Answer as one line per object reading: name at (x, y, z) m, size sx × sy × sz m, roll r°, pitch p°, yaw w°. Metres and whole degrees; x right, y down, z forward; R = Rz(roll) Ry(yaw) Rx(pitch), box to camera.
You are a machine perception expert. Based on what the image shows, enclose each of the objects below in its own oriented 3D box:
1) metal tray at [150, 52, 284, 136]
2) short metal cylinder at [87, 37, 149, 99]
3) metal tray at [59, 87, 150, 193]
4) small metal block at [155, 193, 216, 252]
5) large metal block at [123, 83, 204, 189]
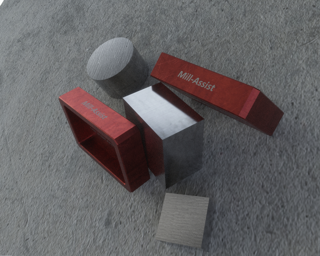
metal tray at (0.063, -0.039, 0.349) m, size 0.130 × 0.090 × 0.030 m, roll 31°, pitch 97°, yaw 38°
short metal cylinder at (-0.064, -0.092, 0.478) m, size 0.080 × 0.050 × 0.080 m, roll -13°, pitch 56°, yaw 21°
metal tray at (-0.071, 0.012, 0.388) m, size 0.030 × 0.089 × 0.130 m, roll -35°, pitch 47°, yaw -27°
small metal block at (0.028, 0.099, 0.328) m, size 0.050 × 0.025 × 0.050 m, roll 0°, pitch 62°, yaw 28°
large metal block at (0.004, 0.007, 0.353) m, size 0.050 × 0.080 × 0.080 m, roll -26°, pitch 48°, yaw -21°
